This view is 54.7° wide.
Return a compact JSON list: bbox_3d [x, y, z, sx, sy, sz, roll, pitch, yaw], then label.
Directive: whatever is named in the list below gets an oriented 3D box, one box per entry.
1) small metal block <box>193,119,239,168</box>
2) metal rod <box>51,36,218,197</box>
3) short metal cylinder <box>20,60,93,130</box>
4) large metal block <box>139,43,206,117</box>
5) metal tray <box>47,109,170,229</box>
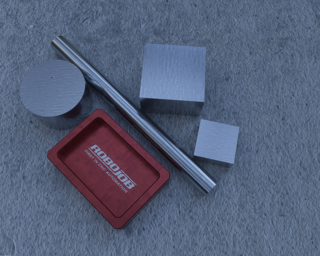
[{"bbox_3d":[0.072,0.020,0.403,0.050,0.025,0.050,12,70,4],"label":"small metal block"},{"bbox_3d":[-0.043,-0.024,0.417,0.025,0.025,0.300,-43,76,-14],"label":"metal rod"},{"bbox_3d":[-0.134,-0.043,0.410,0.081,0.050,0.080,0,70,0],"label":"short metal cylinder"},{"bbox_3d":[0.018,-0.064,0.420,0.081,0.050,0.080,4,70,1],"label":"large metal block"},{"bbox_3d":[-0.063,0.049,0.388,0.130,0.030,0.090,42,75,13],"label":"metal tray"}]
